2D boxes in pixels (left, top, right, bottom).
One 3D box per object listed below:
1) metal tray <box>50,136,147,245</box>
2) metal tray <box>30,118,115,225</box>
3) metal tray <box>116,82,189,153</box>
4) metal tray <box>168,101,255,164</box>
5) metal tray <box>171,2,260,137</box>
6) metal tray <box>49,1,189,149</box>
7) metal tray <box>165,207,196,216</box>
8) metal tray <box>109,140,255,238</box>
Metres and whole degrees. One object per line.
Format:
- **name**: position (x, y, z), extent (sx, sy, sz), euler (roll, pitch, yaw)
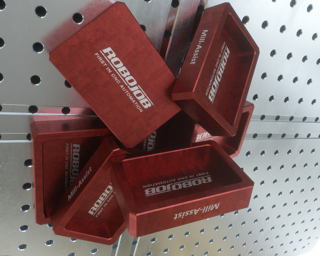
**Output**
- **metal tray**: position (-0.062, 0.082, 0.385), extent (0.090, 0.030, 0.130), euler (30, 102, -38)
- **metal tray**: position (-0.108, 0.053, 0.382), extent (0.091, 0.030, 0.129), euler (-5, 120, -27)
- **metal tray**: position (-0.011, 0.007, 0.405), extent (0.091, 0.030, 0.129), euler (-6, 119, -28)
- **metal tray**: position (0.072, 0.011, 0.430), extent (0.131, 0.030, 0.089), euler (-16, 127, -40)
- **metal tray**: position (0.070, -0.066, 0.361), extent (0.090, 0.030, 0.130), euler (38, 64, -38)
- **metal tray**: position (-0.039, -0.053, 0.331), extent (0.090, 0.030, 0.130), euler (-39, 114, -2)
- **metal tray**: position (0.040, 0.098, 0.447), extent (0.090, 0.030, 0.130), euler (-26, 161, -12)
- **metal tray**: position (0.020, 0.057, 0.331), extent (0.131, 0.090, 0.030), euler (-9, 122, -19)
